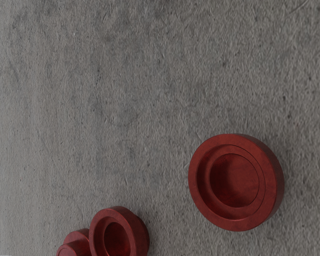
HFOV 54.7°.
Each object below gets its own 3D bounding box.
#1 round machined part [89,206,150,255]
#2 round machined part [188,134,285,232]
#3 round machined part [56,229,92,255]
[{"bbox_3d":[-0.053,0.159,0.438,0.098,0.042,0.097,0,90,40],"label":"round machined part"},{"bbox_3d":[0.082,0.054,0.326,0.098,0.042,0.097,0,90,40],"label":"round machined part"},{"bbox_3d":[-0.133,0.218,0.504,0.098,0.042,0.097,0,90,40],"label":"round machined part"}]
